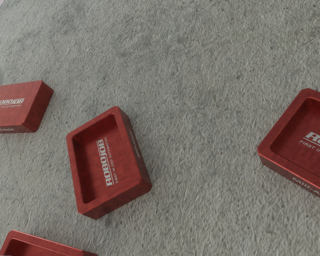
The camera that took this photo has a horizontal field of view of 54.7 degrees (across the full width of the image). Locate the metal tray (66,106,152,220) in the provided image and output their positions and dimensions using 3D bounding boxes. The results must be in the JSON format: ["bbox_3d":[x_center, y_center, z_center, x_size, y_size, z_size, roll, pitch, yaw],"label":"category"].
[{"bbox_3d":[-0.072,0.042,0.412,0.090,0.030,0.130,-30,52,9],"label":"metal tray"}]

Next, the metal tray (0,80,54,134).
[{"bbox_3d":[-0.264,-0.037,0.562,0.130,0.030,0.090,-2,61,27],"label":"metal tray"}]

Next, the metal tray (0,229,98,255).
[{"bbox_3d":[-0.144,0.180,0.365,0.130,0.030,0.090,2,63,29],"label":"metal tray"}]

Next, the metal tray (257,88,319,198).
[{"bbox_3d":[0.173,0.025,0.294,0.130,0.030,0.090,33,80,38],"label":"metal tray"}]
